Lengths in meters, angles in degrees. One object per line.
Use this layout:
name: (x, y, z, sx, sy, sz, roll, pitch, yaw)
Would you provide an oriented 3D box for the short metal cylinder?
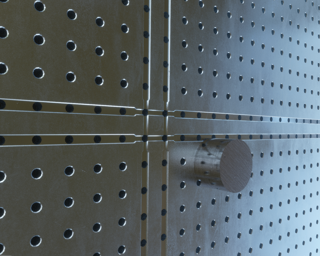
short metal cylinder: (0.098, 0.056, 0.478, 0.081, 0.050, 0.079, 0, 90, -40)
